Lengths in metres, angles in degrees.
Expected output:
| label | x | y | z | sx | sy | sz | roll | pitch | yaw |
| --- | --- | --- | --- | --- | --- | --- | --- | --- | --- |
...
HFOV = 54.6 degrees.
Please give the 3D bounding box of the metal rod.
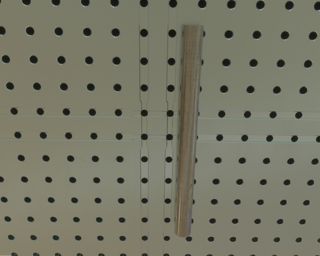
| label | x | y | z | sx | sy | sz | roll | pitch | yaw |
| --- | --- | --- | --- | --- | --- | --- | --- | --- | --- |
| metal rod | 0.037 | 0.018 | 0.420 | 0.025 | 0.025 | 0.298 | 1 | 110 | 0 |
